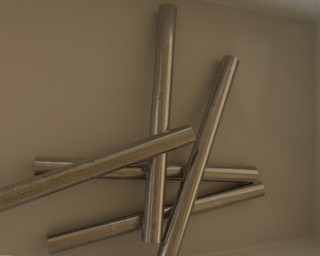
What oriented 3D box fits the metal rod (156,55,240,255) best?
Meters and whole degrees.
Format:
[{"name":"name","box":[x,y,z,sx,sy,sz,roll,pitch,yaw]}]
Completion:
[{"name":"metal rod","box":[0.053,0.037,0.409,0.025,0.025,0.299,26,73,-19]}]

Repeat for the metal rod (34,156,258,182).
[{"name":"metal rod","box":[-0.003,0.057,0.409,0.302,0.025,0.025,5,89,-20]}]

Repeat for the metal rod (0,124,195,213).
[{"name":"metal rod","box":[-0.101,0.054,0.345,0.302,0.025,0.025,-19,97,-14]}]

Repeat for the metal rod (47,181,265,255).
[{"name":"metal rod","box":[0.010,0.114,0.414,0.303,0.025,0.025,-9,93,-20]}]

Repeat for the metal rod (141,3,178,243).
[{"name":"metal rod","box":[0.000,-0.012,0.392,0.025,0.025,0.298,7,81,-20]}]
